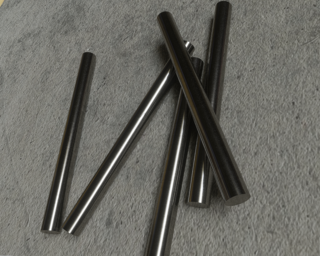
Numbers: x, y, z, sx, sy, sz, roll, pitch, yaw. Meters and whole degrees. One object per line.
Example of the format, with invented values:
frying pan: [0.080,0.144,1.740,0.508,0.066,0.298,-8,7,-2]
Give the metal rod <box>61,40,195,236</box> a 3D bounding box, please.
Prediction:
metal rod: [-0.035,0.004,0.420,0.025,0.025,0.300,21,73,36]

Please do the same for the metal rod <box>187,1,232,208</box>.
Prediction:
metal rod: [0.068,-0.049,0.398,0.025,0.025,0.300,-3,60,27]

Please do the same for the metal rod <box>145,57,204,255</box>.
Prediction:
metal rod: [0.019,0.040,0.369,0.025,0.025,0.300,-1,61,27]

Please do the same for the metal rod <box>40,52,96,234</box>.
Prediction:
metal rod: [-0.132,0.004,0.471,0.025,0.025,0.299,-11,57,22]

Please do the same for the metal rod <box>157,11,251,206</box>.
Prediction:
metal rod: [0.040,-0.049,0.379,0.025,0.025,0.299,-25,53,13]
